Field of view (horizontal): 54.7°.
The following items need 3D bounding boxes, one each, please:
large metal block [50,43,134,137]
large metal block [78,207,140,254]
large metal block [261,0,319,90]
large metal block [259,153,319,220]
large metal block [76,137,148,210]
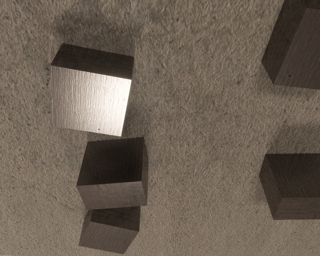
[{"bbox_3d":[-0.077,-0.042,0.354,0.081,0.050,0.079,9,130,-8],"label":"large metal block"},{"bbox_3d":[-0.086,0.168,0.533,0.081,0.050,0.079,17,128,-15],"label":"large metal block"},{"bbox_3d":[0.163,-0.087,0.319,0.081,0.050,0.079,5,130,-5],"label":"large metal block"},{"bbox_3d":[0.197,0.083,0.445,0.081,0.080,0.050,-1,130,0],"label":"large metal block"},{"bbox_3d":[-0.060,0.061,0.422,0.080,0.080,0.050,-5,130,4],"label":"large metal block"}]
